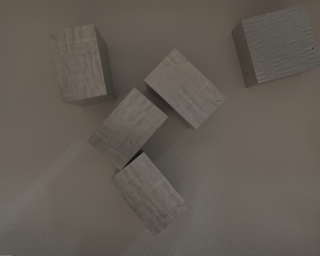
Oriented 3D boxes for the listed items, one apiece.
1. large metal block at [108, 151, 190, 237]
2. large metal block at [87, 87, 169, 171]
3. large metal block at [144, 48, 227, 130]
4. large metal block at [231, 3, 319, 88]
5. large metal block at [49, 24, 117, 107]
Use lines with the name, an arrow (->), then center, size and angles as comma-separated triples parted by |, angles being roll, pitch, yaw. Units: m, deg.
large metal block -> -0.015, 0.075, 0.382 | 0.050, 0.080, 0.080 | -40, 91, -5
large metal block -> -0.036, 0.001, 0.383 | 0.050, 0.080, 0.080 | 41, 90, 0
large metal block -> 0.028, -0.044, 0.384 | 0.080, 0.080, 0.050 | 43, 90, -1
large metal block -> 0.147, -0.103, 0.401 | 0.080, 0.050, 0.080 | -15, 90, -1
large metal block -> -0.091, -0.072, 0.383 | 0.050, 0.080, 0.080 | -10, 90, 0
